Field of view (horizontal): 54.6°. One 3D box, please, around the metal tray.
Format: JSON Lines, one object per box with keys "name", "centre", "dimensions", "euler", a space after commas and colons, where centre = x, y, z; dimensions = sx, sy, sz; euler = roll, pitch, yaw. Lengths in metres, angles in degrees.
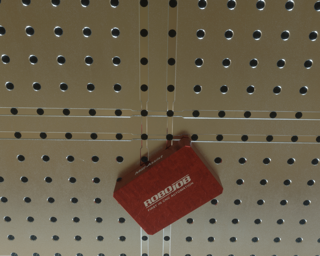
{"name": "metal tray", "centre": [0.011, 0.085, 0.442], "dimensions": [0.130, 0.030, 0.090], "euler": [-34, 107, 11]}
